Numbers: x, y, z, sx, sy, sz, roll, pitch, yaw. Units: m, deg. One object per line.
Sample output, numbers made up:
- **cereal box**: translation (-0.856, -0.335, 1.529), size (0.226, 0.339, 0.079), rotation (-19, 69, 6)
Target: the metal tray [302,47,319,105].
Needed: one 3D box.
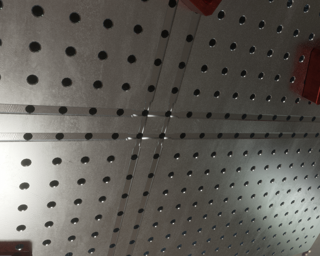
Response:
- **metal tray**: translation (0.305, -0.099, 0.517), size (0.131, 0.030, 0.089), rotation (-18, 126, -19)

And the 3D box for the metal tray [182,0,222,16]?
- **metal tray**: translation (0.054, -0.196, 0.317), size (0.090, 0.030, 0.130), rotation (28, 103, -38)

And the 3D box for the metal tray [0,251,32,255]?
- **metal tray**: translation (-0.237, 0.228, 0.420), size (0.091, 0.030, 0.129), rotation (14, 111, -34)
